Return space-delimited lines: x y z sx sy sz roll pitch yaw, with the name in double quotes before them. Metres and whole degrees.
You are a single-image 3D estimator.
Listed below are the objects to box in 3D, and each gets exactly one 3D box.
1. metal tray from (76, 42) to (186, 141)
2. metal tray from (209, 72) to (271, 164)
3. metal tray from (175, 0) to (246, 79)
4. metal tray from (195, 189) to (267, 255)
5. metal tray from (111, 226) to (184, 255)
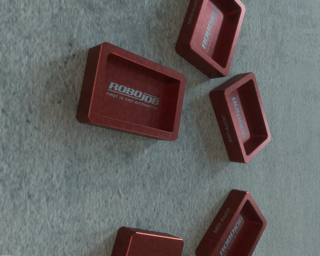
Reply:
"metal tray" -0.029 -0.038 0.378 0.131 0.030 0.090 14 81 -39
"metal tray" 0.138 -0.018 0.519 0.091 0.030 0.129 -33 111 -35
"metal tray" 0.080 -0.152 0.470 0.090 0.030 0.130 28 72 -37
"metal tray" 0.120 0.177 0.505 0.130 0.030 0.090 -50 120 -29
"metal tray" -0.025 0.196 0.383 0.090 0.030 0.130 25 74 -38
